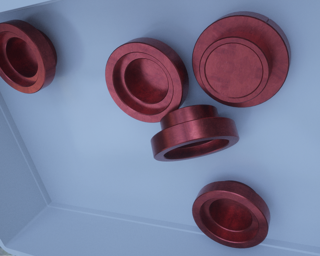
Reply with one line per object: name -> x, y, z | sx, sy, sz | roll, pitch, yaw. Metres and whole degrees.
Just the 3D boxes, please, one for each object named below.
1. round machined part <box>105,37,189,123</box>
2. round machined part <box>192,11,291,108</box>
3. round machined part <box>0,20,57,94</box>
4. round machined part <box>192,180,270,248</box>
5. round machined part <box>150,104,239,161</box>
round machined part -> -0.012, -0.058, 0.366 | 0.098, 0.042, 0.097 | 13, 124, 20
round machined part -> 0.079, -0.064, 0.316 | 0.098, 0.042, 0.097 | 13, 124, 20
round machined part -> -0.184, -0.101, 0.430 | 0.098, 0.042, 0.097 | 13, 124, 20
round machined part -> 0.096, 0.109, 0.414 | 0.098, 0.042, 0.097 | 13, 124, 20
round machined part -> 0.037, 0.005, 0.357 | 0.098, 0.099, 0.042 | -25, 68, 36
